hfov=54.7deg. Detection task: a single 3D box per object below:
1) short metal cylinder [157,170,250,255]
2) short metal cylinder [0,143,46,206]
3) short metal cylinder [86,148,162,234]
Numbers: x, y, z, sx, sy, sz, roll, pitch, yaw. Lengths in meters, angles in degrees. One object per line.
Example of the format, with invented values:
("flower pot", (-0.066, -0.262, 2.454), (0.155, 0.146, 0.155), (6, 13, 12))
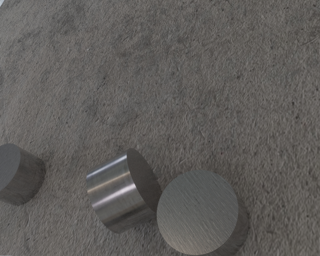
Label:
("short metal cylinder", (0.044, 0.089, 0.311), (0.080, 0.050, 0.080), (-13, 56, 21))
("short metal cylinder", (-0.220, 0.070, 0.461), (0.080, 0.050, 0.080), (-13, 56, 21))
("short metal cylinder", (-0.037, 0.069, 0.346), (0.050, 0.080, 0.080), (-28, 52, 11))
